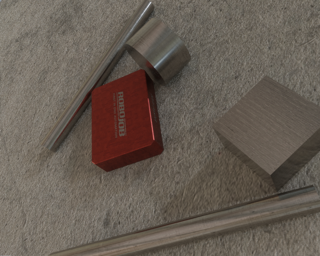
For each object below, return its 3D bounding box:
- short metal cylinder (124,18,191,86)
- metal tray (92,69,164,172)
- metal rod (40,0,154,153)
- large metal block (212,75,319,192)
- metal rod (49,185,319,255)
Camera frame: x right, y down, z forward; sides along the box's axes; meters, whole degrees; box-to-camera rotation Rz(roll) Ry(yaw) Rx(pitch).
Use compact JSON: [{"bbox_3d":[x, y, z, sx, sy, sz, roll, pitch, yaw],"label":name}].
[{"bbox_3d":[-0.003,-0.105,0.433,0.050,0.080,0.080,-46,51,-4],"label":"short metal cylinder"},{"bbox_3d":[-0.049,-0.013,0.433,0.090,0.030,0.130,-20,54,16],"label":"metal tray"},{"bbox_3d":[-0.096,-0.093,0.509,0.025,0.025,0.300,21,72,35],"label":"metal rod"},{"bbox_3d":[0.117,0.005,0.324,0.080,0.050,0.080,-43,51,-2],"label":"large metal block"},{"bbox_3d":[0.010,0.113,0.328,0.301,0.025,0.025,-20,54,16],"label":"metal rod"}]
